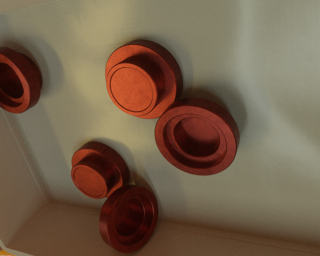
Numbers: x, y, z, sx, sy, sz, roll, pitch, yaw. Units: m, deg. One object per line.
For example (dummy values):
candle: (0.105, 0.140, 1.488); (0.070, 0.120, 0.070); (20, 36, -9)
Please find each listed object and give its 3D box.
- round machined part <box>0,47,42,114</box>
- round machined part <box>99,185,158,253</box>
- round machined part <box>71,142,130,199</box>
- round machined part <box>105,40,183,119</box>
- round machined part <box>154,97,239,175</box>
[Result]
round machined part: (-0.218, -0.074, 0.464); (0.098, 0.042, 0.097); (13, 124, 20)
round machined part: (-0.052, 0.135, 0.474); (0.042, 0.099, 0.097); (4, 122, 45)
round machined part: (-0.102, 0.074, 0.495); (0.098, 0.042, 0.097); (13, 124, 20)
round machined part: (-0.026, -0.053, 0.377); (0.098, 0.042, 0.097); (13, 124, 20)
round machined part: (0.047, 0.006, 0.374); (0.098, 0.042, 0.097); (12, 125, 18)
